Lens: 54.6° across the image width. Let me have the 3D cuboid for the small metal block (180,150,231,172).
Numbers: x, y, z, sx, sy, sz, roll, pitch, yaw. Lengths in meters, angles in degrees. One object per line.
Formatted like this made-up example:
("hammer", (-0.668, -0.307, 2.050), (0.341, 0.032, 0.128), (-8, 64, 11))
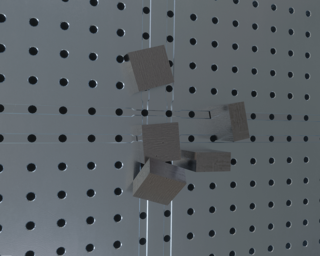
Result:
("small metal block", (0.061, 0.044, 0.421), (0.050, 0.050, 0.025), (2, 90, -20))

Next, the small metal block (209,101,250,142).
("small metal block", (0.096, -0.009, 0.434), (0.025, 0.050, 0.050), (-11, 94, -20))

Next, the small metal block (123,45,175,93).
("small metal block", (-0.015, -0.077, 0.407), (0.050, 0.025, 0.050), (-18, 96, -19))

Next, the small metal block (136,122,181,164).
("small metal block", (-0.002, 0.019, 0.412), (0.050, 0.025, 0.050), (-5, 92, -20))

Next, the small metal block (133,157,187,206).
("small metal block", (-0.001, 0.070, 0.397), (0.050, 0.025, 0.050), (20, 127, -19))
